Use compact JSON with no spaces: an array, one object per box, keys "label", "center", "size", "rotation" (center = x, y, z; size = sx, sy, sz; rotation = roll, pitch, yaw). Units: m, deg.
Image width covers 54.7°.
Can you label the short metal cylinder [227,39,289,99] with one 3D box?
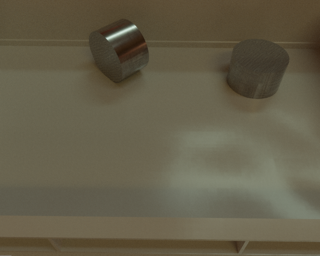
[{"label":"short metal cylinder","center":[0.145,-0.089,0.465],"size":[0.080,0.050,0.080],"rotation":[0,50,0]}]

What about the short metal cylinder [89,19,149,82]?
[{"label":"short metal cylinder","center":[-0.062,-0.116,0.467],"size":[0.050,0.080,0.080],"rotation":[-36,59,-26]}]
